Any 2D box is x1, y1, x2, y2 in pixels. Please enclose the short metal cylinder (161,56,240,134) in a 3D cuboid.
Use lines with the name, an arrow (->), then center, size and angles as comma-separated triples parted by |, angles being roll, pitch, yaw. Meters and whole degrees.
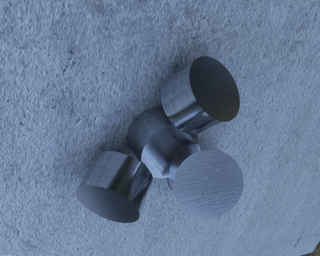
short metal cylinder -> 0.048, -0.038, 0.368 | 0.081, 0.080, 0.050 | 14, 154, -34

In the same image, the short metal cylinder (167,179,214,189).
short metal cylinder -> 0.057, 0.069, 0.446 | 0.080, 0.080, 0.050 | -46, 129, 4

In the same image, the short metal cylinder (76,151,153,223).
short metal cylinder -> -0.055, 0.074, 0.381 | 0.080, 0.050, 0.080 | 12, 139, 11

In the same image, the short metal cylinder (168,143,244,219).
short metal cylinder -> 0.052, 0.061, 0.372 | 0.081, 0.050, 0.079 | -1, 96, -6

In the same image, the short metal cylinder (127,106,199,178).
short metal cylinder -> 0.003, 0.018, 0.405 | 0.081, 0.050, 0.079 | -14, 124, -21
